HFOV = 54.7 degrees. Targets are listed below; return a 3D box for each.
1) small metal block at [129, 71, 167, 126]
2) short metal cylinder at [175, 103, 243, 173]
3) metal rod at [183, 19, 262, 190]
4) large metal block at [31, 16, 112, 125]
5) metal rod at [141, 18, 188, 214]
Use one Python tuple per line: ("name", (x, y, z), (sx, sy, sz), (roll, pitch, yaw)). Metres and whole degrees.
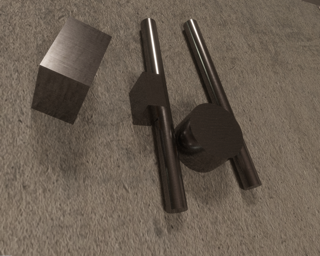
("small metal block", (-0.017, -0.037, 0.402), (0.025, 0.050, 0.050), (4, 60, -27))
("short metal cylinder", (0.063, 0.014, 0.415), (0.081, 0.050, 0.080), (14, 56, -21))
("metal rod", (0.090, -0.050, 0.485), (0.025, 0.025, 0.299), (-1, 62, -29))
("large metal block", (-0.101, -0.063, 0.354), (0.050, 0.080, 0.080), (24, 53, -14))
("metal rod", (0.001, -0.035, 0.427), (0.025, 0.025, 0.299), (6, 59, -26))
